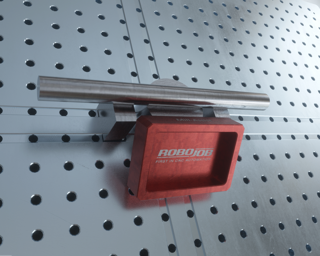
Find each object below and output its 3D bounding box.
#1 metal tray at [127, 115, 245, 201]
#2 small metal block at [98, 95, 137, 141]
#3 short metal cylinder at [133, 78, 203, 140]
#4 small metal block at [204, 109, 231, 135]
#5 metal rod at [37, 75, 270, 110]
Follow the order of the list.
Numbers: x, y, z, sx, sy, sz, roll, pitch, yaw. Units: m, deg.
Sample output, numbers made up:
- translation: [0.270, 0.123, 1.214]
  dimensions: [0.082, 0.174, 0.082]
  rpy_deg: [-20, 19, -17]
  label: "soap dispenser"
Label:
- translation: [0.032, 0.033, 0.366]
  dimensions: [0.131, 0.089, 0.030]
  rpy_deg: [0, 18, -28]
  label: "metal tray"
- translation: [-0.053, -0.018, 0.375]
  dimensions: [0.025, 0.050, 0.050]
  rpy_deg: [-1, 62, -29]
  label: "small metal block"
- translation: [0.009, -0.018, 0.407]
  dimensions: [0.081, 0.050, 0.080]
  rpy_deg: [14, 56, -21]
  label: "short metal cylinder"
- translation: [0.071, -0.015, 0.440]
  dimensions: [0.025, 0.050, 0.050]
  rpy_deg: [-1, 62, -29]
  label: "small metal block"
- translation: [0.014, -0.038, 0.375]
  dimensions: [0.303, 0.025, 0.025]
  rpy_deg: [0, 62, -28]
  label: "metal rod"
